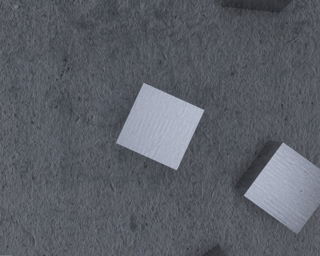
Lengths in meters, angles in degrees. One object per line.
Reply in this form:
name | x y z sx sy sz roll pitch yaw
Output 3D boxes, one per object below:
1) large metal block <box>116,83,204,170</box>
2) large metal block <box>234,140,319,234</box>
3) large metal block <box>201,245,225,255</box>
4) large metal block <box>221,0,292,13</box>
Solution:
large metal block | 0.000 -0.002 0.397 0.080 0.050 0.080 24 90 0
large metal block | 0.157 0.073 0.399 0.080 0.050 0.080 36 90 0
large metal block | 0.068 0.215 0.398 0.080 0.050 0.080 -33 90 0
large metal block | 0.128 -0.201 0.398 0.080 0.050 0.080 6 90 0
